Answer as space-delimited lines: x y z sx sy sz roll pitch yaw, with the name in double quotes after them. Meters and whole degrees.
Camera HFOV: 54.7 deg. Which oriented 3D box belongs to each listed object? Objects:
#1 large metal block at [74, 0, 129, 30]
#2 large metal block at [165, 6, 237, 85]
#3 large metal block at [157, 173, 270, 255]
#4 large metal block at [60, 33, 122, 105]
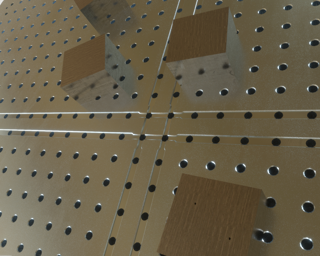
-0.120 -0.253 0.608 0.080 0.050 0.080 -36 51 4 "large metal block"
0.060 -0.112 0.428 0.080 0.050 0.080 -4 60 25 "large metal block"
0.054 0.097 0.303 0.080 0.050 0.080 7 65 31 "large metal block"
-0.111 -0.096 0.507 0.080 0.050 0.080 -18 55 17 "large metal block"
